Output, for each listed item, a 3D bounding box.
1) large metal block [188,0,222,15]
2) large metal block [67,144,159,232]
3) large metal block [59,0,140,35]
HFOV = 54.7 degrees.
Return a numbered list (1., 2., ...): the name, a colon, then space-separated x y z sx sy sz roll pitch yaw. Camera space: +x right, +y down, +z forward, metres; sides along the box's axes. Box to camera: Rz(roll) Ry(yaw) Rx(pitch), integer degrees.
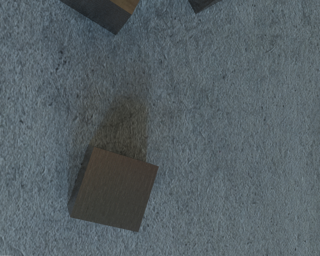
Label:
1. large metal block: 0.084 -0.203 0.410 0.080 0.080 0.050 -33 101 -17
2. large metal block: -0.058 0.071 0.374 0.080 0.050 0.080 20 84 -19
3. large metal block: -0.066 -0.160 0.355 0.080 0.080 0.050 29 81 -18
